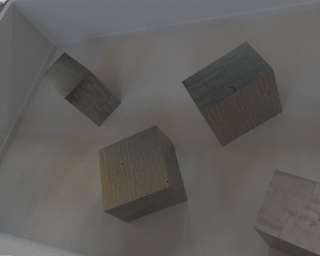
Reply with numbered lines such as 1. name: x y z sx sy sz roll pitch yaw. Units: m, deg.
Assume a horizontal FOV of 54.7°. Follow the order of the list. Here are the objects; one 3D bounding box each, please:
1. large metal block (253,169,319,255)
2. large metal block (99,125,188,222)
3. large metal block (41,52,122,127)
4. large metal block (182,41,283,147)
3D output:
1. large metal block: 0.131 0.082 0.251 0.080 0.080 0.050 16 70 34
2. large metal block: -0.022 0.055 0.368 0.080 0.050 0.080 -23 53 14
3. large metal block: -0.118 -0.058 0.468 0.050 0.080 0.080 -49 51 -6
4. large metal block: 0.083 -0.035 0.348 0.080 0.080 0.050 -32 52 8
